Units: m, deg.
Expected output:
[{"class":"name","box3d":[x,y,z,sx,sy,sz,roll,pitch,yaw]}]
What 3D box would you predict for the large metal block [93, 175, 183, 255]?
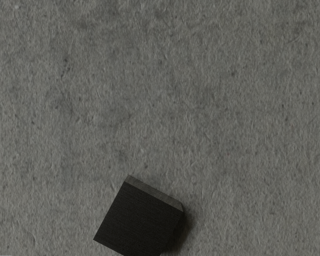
[{"class":"large metal block","box3d":[-0.026,0.117,0.397,0.080,0.050,0.080,28,90,0]}]
